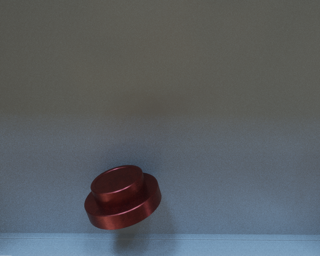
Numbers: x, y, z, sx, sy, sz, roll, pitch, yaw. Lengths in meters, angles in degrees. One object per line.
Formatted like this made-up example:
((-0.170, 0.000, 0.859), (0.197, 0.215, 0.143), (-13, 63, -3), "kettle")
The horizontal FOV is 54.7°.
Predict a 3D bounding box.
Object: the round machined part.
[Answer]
((-0.051, 0.083, 0.402), (0.098, 0.098, 0.042), (-13, 110, 4), "round machined part")
